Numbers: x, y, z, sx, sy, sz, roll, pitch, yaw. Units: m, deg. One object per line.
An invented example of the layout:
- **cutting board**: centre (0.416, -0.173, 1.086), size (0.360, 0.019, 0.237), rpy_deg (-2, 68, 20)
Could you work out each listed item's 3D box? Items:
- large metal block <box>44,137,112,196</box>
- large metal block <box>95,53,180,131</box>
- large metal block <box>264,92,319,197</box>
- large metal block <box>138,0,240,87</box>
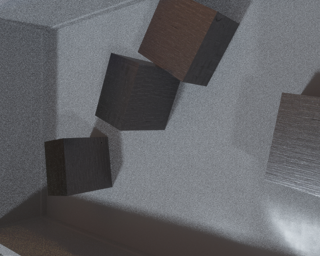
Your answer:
- **large metal block**: centre (-0.124, 0.057, 0.473), size (0.050, 0.081, 0.080), rpy_deg (-10, 84, 40)
- **large metal block**: centre (-0.026, -0.043, 0.392), size (0.050, 0.081, 0.079), rpy_deg (28, 108, 36)
- **large metal block**: centre (0.147, 0.016, 0.269), size (0.080, 0.050, 0.079), rpy_deg (15, 100, 39)
- **large metal block**: centre (0.031, -0.105, 0.365), size (0.080, 0.050, 0.079), rpy_deg (40, 114, 32)
